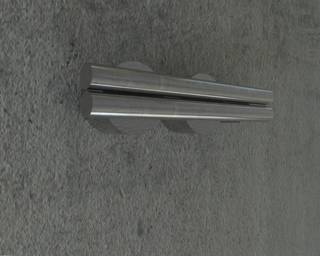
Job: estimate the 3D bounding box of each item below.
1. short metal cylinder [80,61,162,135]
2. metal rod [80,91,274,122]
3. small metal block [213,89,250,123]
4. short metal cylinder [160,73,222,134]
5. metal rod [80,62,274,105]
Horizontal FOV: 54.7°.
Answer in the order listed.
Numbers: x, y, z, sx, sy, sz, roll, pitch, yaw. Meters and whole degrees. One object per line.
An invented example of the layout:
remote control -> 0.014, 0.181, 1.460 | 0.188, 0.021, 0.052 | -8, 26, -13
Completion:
short metal cylinder -> -0.042, -0.032, 0.353 | 0.081, 0.050, 0.080 | 0, 90, -40
metal rod -> 0.048, -0.021, 0.380 | 0.302, 0.025, 0.025 | 0, 90, -40
small metal block -> 0.111, -0.033, 0.484 | 0.025, 0.050, 0.050 | -2, 91, -40
short metal cylinder -> 0.042, -0.032, 0.425 | 0.081, 0.050, 0.080 | 0, 90, -40
metal rod -> 0.048, -0.047, 0.380 | 0.302, 0.025, 0.025 | 0, 90, -40
